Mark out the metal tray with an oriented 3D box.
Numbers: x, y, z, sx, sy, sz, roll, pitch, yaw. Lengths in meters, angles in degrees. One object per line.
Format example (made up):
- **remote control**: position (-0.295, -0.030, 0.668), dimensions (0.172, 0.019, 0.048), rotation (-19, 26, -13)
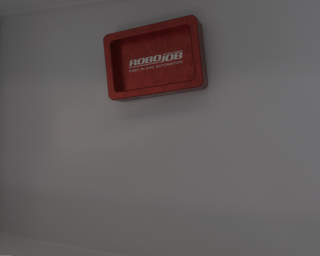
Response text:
- **metal tray**: position (-0.007, -0.088, 0.410), dimensions (0.130, 0.030, 0.090), rotation (-6, 88, 19)
